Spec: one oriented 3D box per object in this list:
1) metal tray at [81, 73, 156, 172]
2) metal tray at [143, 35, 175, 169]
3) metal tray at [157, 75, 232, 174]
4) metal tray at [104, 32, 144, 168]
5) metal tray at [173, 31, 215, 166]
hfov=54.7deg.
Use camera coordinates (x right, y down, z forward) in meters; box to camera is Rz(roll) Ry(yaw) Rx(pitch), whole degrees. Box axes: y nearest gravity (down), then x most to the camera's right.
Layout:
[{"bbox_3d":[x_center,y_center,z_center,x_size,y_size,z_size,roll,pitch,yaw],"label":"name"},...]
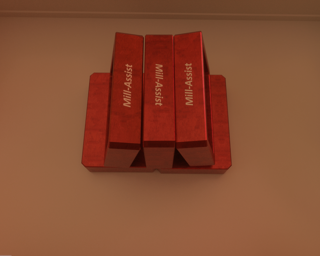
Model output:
[{"bbox_3d":[-0.049,-0.009,0.407,0.091,0.030,0.130,1,70,0],"label":"metal tray"},{"bbox_3d":[-0.001,-0.027,0.350,0.030,0.090,0.130,0,68,0],"label":"metal tray"},{"bbox_3d":[0.042,-0.007,0.408,0.091,0.030,0.130,1,70,0],"label":"metal tray"},{"bbox_3d":[-0.042,-0.028,0.348,0.030,0.090,0.130,5,70,-12],"label":"metal tray"},{"bbox_3d":[0.040,-0.029,0.350,0.030,0.090,0.130,-5,70,14],"label":"metal tray"}]
